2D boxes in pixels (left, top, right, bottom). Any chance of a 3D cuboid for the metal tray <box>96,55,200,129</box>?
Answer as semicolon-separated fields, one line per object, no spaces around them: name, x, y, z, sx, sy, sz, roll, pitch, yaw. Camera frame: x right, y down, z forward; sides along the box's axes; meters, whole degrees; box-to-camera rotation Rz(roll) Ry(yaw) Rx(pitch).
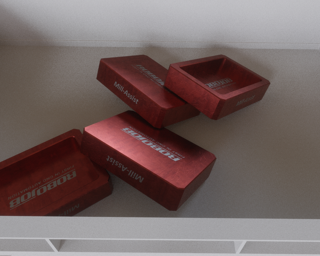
metal tray;-0.013;-0.056;0.428;0.130;0.030;0.091;40;37;28

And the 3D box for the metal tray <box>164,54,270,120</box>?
metal tray;0.081;-0.061;0.424;0.090;0.030;0.131;39;39;27

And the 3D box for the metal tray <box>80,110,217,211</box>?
metal tray;-0.013;0.029;0.353;0.130;0.030;0.091;29;30;21

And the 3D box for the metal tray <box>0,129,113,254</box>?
metal tray;-0.131;0.064;0.346;0.131;0.030;0.090;-27;55;-21
